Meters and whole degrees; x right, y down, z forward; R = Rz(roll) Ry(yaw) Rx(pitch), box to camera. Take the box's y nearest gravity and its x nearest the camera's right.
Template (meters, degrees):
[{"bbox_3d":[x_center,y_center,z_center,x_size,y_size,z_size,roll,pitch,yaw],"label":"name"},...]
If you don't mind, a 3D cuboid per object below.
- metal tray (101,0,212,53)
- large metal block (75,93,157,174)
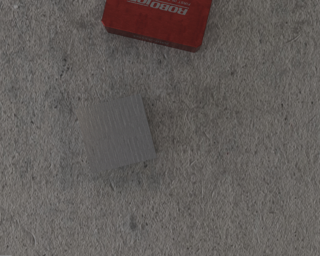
[{"bbox_3d":[-0.002,-0.159,0.407,0.131,0.030,0.089,13,90,0],"label":"metal tray"},{"bbox_3d":[-0.053,0.006,0.397,0.080,0.050,0.080,-14,90,0],"label":"large metal block"}]
